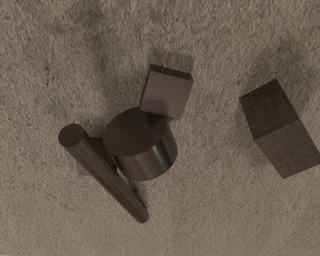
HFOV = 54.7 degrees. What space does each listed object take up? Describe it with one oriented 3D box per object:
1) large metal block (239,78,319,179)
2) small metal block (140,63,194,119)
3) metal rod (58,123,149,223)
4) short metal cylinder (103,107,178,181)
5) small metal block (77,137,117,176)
[{"bbox_3d":[0.145,0.001,0.374,0.050,0.080,0.080,-30,124,23],"label":"large metal block"},{"bbox_3d":[0.007,-0.043,0.365,0.050,0.025,0.050,12,119,-11],"label":"small metal block"},{"bbox_3d":[-0.056,0.080,0.412,0.025,0.025,0.299,-8,149,6],"label":"metal rod"},{"bbox_3d":[-0.023,0.018,0.384,0.080,0.080,0.050,-13,134,10],"label":"short metal cylinder"},{"bbox_3d":[-0.082,0.039,0.423,0.050,0.050,0.025,4,130,-4],"label":"small metal block"}]
